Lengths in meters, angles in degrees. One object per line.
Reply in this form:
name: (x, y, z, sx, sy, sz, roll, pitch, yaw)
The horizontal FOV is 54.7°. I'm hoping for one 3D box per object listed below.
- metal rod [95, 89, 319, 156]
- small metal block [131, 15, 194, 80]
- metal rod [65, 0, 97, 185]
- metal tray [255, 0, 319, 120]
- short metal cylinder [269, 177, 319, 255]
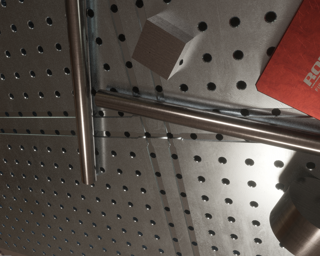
metal rod: (0.055, -0.009, 0.375, 0.301, 0.025, 0.025, 13, 124, 20)
small metal block: (0.002, -0.091, 0.352, 0.050, 0.025, 0.050, 33, 129, 5)
metal rod: (-0.110, -0.036, 0.444, 0.025, 0.025, 0.298, 17, 125, 18)
metal tray: (0.158, -0.074, 0.279, 0.090, 0.030, 0.129, 28, 128, 10)
short metal cylinder: (0.173, 0.102, 0.348, 0.080, 0.080, 0.050, 25, 127, 12)
